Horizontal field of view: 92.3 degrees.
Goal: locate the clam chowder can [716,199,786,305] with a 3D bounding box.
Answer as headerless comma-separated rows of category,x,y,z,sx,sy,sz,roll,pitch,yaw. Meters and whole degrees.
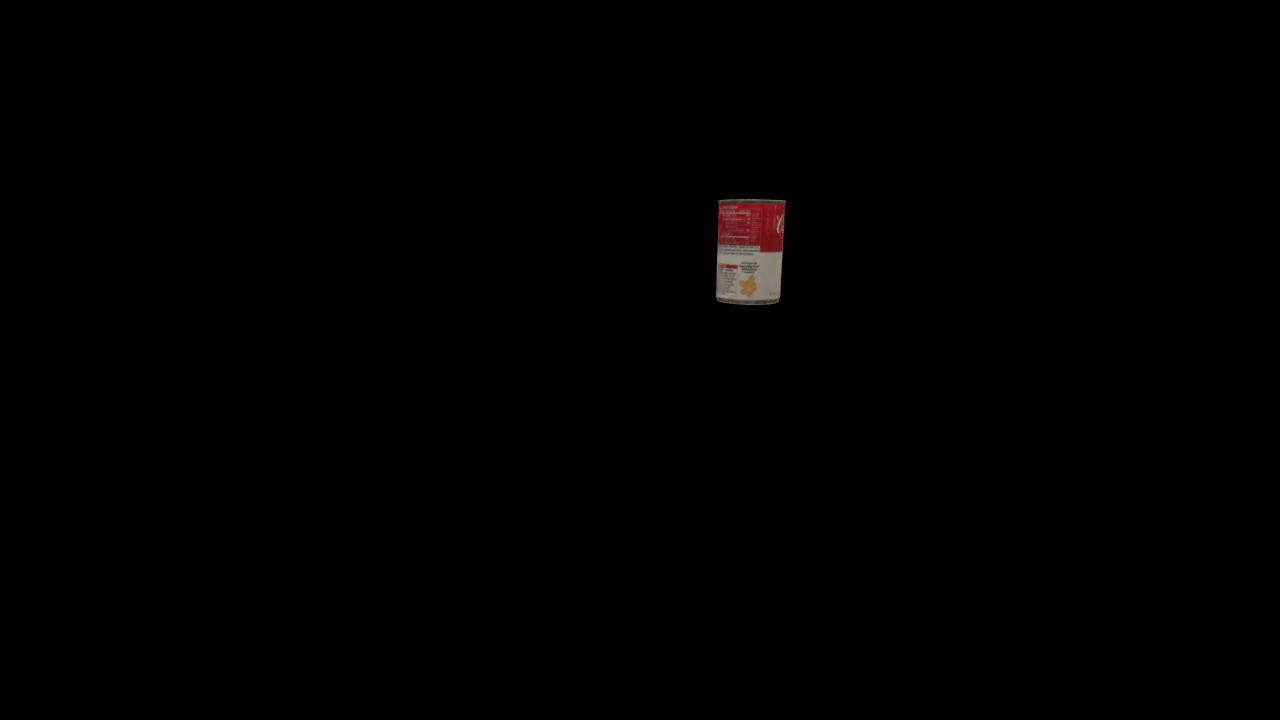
clam chowder can,0.112,-0.111,0.627,0.068,0.102,0.068,1,12,0
